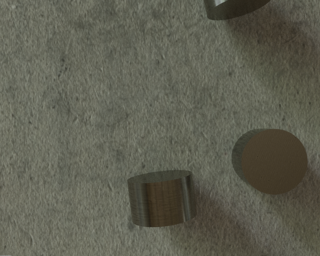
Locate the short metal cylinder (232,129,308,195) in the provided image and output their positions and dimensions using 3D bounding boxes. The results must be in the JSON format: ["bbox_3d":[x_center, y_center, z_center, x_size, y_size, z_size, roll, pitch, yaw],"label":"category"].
[{"bbox_3d":[0.139,0.041,0.399,0.081,0.050,0.079,0,90,-1],"label":"short metal cylinder"}]

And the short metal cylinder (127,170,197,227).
[{"bbox_3d":[0.003,0.084,0.383,0.081,0.080,0.050,-7,90,0],"label":"short metal cylinder"}]

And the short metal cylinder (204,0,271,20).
[{"bbox_3d":[0.092,-0.174,0.384,0.080,0.080,0.050,-13,90,0],"label":"short metal cylinder"}]
